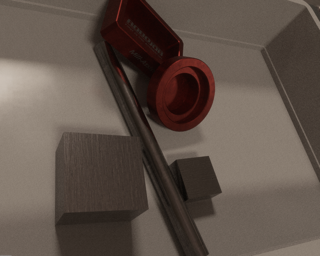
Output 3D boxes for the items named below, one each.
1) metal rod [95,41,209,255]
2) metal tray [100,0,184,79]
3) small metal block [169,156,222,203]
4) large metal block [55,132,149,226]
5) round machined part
[{"bbox_3d":[-0.018,0.015,0.387,0.025,0.025,0.299,-13,69,-34],"label":"metal rod"},{"bbox_3d":[-0.018,-0.126,0.436,0.130,0.030,0.090,36,46,-38],"label":"metal tray"},{"bbox_3d":[0.043,0.065,0.391,0.050,0.025,0.050,-3,63,-30],"label":"small metal block"},{"bbox_3d":[-0.064,0.053,0.324,0.081,0.050,0.080,5,60,-26],"label":"large metal block"},{"bbox_3d":[0.024,-0.047,0.416,0.099,0.097,0.042,-13,24,-31],"label":"round machined part"}]
